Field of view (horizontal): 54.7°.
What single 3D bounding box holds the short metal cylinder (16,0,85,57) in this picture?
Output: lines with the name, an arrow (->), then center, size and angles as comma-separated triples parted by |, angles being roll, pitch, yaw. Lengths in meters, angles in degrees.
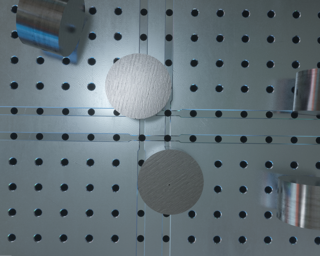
short metal cylinder -> -0.132, -0.135, 0.384 | 0.050, 0.080, 0.080 | 18, 90, 0

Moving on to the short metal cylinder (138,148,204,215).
short metal cylinder -> 0.013, 0.066, 0.401 | 0.081, 0.050, 0.079 | 0, 90, -1

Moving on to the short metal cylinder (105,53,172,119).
short metal cylinder -> -0.026, -0.051, 0.401 | 0.081, 0.050, 0.079 | 0, 90, -1

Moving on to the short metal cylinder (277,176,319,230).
short metal cylinder -> 0.190, 0.091, 0.389 | 0.081, 0.080, 0.050 | 2, 90, -1

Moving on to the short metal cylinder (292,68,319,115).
short metal cylinder -> 0.212, -0.042, 0.389 | 0.081, 0.080, 0.050 | 5, 90, -1
